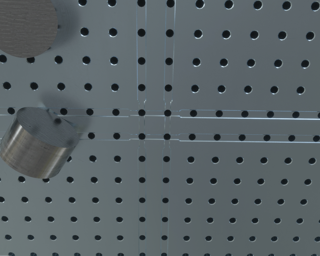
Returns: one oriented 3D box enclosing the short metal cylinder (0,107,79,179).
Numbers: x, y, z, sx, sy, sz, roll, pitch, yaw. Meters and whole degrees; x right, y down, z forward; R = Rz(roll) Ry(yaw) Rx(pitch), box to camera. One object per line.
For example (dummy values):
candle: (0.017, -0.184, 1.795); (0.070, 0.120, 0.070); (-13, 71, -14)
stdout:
short metal cylinder: (-0.150, 0.018, 0.389); (0.080, 0.080, 0.050); (33, 107, -12)

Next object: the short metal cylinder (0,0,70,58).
short metal cylinder: (-0.149, -0.123, 0.352); (0.081, 0.050, 0.079); (0, 110, -1)
